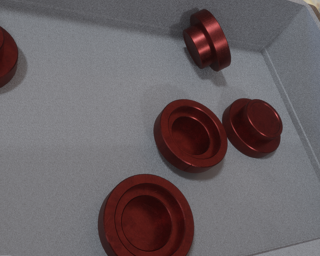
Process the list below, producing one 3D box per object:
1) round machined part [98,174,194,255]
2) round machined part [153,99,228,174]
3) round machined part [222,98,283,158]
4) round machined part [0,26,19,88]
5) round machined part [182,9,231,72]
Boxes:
[{"bbox_3d":[-0.017,0.101,0.325,0.099,0.042,0.098,14,56,-21],"label":"round machined part"},{"bbox_3d":[0.036,0.014,0.407,0.099,0.042,0.098,14,56,-21],"label":"round machined part"},{"bbox_3d":[0.150,-0.006,0.482,0.099,0.042,0.098,14,56,-21],"label":"round machined part"},{"bbox_3d":[-0.208,-0.089,0.337,0.099,0.042,0.098,14,56,-21],"label":"round machined part"},{"bbox_3d":[0.070,-0.133,0.493,0.042,0.098,0.098,-27,74,0],"label":"round machined part"}]
